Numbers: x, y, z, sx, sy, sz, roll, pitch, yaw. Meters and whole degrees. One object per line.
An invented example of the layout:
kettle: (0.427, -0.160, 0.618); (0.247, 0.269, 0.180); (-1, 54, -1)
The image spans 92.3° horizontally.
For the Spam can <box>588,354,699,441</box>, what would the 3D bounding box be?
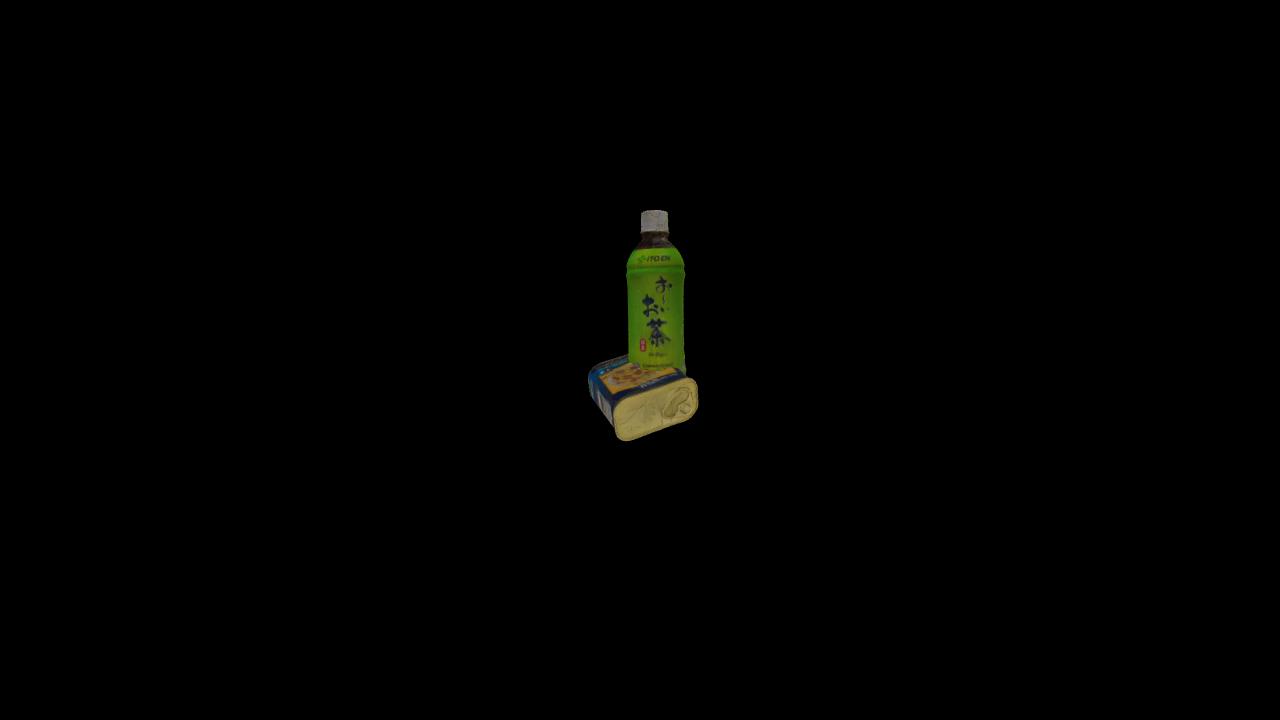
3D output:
Spam can: (0.001, 0.034, 0.689); (0.101, 0.058, 0.085); (-17, 34, -19)

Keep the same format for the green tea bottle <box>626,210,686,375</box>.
green tea bottle: (0.017, -0.062, 0.704); (0.073, 0.212, 0.073); (-3, 4, 0)
